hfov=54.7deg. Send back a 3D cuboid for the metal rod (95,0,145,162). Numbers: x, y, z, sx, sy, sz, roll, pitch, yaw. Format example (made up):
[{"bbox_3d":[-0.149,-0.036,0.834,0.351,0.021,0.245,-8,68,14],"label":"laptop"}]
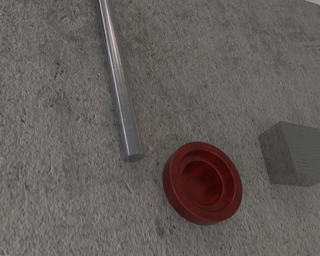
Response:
[{"bbox_3d":[-0.063,-0.096,0.428,0.025,0.025,0.299,0,62,-28],"label":"metal rod"}]

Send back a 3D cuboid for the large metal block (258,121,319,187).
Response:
[{"bbox_3d":[0.207,0.042,0.474,0.081,0.050,0.080,9,58,-24],"label":"large metal block"}]

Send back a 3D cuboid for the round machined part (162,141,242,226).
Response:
[{"bbox_3d":[0.047,0.069,0.376,0.099,0.042,0.098,14,56,-21],"label":"round machined part"}]
